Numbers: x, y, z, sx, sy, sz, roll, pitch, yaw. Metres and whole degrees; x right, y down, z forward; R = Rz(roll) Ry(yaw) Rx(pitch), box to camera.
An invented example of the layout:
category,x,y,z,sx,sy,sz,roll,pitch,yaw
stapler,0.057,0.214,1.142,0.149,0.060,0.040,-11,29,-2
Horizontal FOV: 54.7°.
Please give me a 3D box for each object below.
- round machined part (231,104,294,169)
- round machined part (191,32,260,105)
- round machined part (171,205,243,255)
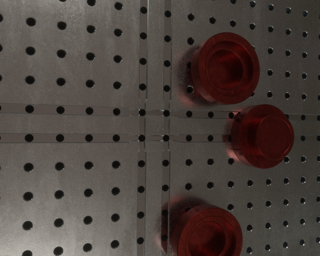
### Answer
category,x,y,z,sx,sy,sz,roll,pitch,yaw
round machined part,0.160,0.013,0.465,0.099,0.042,0.097,0,90,-21
round machined part,0.088,-0.081,0.437,0.099,0.042,0.097,0,90,-21
round machined part,0.061,0.154,0.428,0.099,0.042,0.097,0,90,-21
